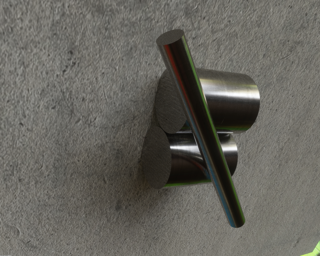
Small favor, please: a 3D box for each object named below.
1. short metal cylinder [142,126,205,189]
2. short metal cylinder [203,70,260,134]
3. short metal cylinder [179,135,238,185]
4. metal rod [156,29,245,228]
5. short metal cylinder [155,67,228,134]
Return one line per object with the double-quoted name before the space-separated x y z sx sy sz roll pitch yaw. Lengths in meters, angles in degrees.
"short metal cylinder" 0.016 0.038 0.405 0.050 0.080 0.079 1 118 -29
"short metal cylinder" 0.079 -0.032 0.396 0.050 0.080 0.079 1 118 -29
"short metal cylinder" 0.061 0.037 0.429 0.050 0.080 0.079 1 118 -29
"metal rod" 0.060 0.028 0.355 0.025 0.025 0.299 -32 129 -8
"short metal cylinder" 0.035 -0.033 0.372 0.050 0.080 0.079 1 118 -29
